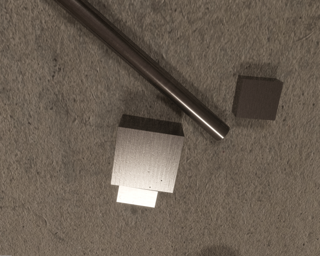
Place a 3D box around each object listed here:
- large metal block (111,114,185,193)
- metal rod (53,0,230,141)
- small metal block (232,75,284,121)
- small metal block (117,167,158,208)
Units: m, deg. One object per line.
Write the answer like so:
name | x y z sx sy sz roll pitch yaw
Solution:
large metal block | -0.017 0.033 0.408 0.081 0.050 0.079 9 110 -4
metal rod | -0.029 -0.085 0.377 0.301 0.025 0.025 39 105 -14
small metal block | 0.124 -0.039 0.397 0.050 0.025 0.050 5 110 -2
small metal block | -0.030 0.081 0.426 0.050 0.050 0.025 10 110 -4
